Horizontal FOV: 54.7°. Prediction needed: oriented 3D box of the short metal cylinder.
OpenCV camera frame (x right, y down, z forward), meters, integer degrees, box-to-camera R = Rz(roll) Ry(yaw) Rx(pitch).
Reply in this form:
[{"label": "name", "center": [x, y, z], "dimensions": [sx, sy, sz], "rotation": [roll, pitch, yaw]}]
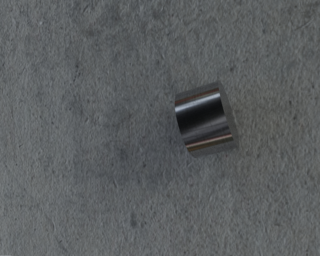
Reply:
[{"label": "short metal cylinder", "center": [0.056, -0.010, 0.360], "dimensions": [0.050, 0.080, 0.080], "rotation": [-16, 85, 19]}]
